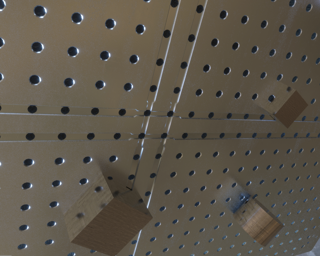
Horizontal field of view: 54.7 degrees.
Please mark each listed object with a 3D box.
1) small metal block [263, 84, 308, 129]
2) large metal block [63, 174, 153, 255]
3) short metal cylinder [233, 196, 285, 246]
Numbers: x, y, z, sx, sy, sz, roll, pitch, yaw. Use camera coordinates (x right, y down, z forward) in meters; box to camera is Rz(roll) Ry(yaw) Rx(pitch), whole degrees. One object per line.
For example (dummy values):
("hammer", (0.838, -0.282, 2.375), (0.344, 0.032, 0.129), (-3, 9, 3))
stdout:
("small metal block", (0.204, -0.034, 0.501), (0.050, 0.025, 0.050), (32, 101, -38))
("large metal block", (-0.072, 0.123, 0.432), (0.080, 0.050, 0.080), (-46, 129, 4))
("short metal cylinder", (0.185, 0.174, 0.585), (0.050, 0.080, 0.080), (-49, 129, 6))
